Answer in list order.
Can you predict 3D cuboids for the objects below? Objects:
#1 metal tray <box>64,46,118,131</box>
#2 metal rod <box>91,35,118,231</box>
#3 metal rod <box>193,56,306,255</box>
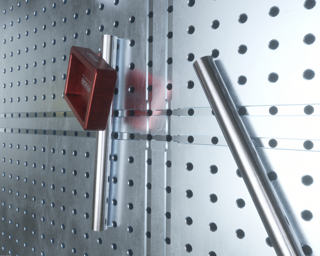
[{"bbox_3d":[-0.109,-0.063,0.466,0.130,0.030,0.089,43,124,50],"label":"metal tray"},{"bbox_3d":[-0.087,0.009,0.480,0.025,0.025,0.298,6,94,40],"label":"metal rod"},{"bbox_3d":[0.102,0.055,0.325,0.025,0.025,0.299,-33,70,35],"label":"metal rod"}]
